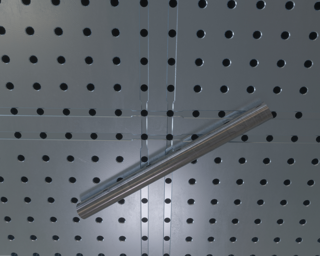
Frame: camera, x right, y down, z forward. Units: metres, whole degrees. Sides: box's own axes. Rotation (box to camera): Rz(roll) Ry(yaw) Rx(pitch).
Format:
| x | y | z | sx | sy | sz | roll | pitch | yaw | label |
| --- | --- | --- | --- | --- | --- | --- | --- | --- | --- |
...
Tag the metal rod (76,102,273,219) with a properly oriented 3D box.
| x | y | z | sx | sy | sz | roll | pitch | yaw | label |
| --- | --- | --- | --- | --- | --- | --- | --- | --- | --- |
| 0.013 | 0.050 | 0.431 | 0.300 | 0.025 | 0.025 | -30 | 108 | 10 | metal rod |
